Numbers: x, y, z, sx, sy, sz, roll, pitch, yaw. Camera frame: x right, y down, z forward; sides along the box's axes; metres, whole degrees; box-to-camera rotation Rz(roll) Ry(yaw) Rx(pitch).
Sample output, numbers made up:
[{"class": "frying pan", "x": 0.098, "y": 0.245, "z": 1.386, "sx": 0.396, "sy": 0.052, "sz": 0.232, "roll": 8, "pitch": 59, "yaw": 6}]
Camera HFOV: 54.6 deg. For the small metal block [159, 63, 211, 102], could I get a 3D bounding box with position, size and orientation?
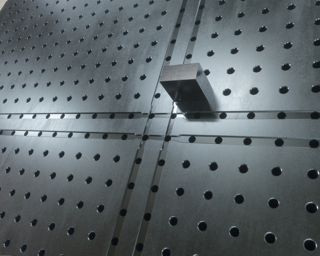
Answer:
[{"class": "small metal block", "x": 0.034, "y": -0.059, "z": 0.411, "sx": 0.050, "sy": 0.050, "sz": 0.025, "roll": 1, "pitch": 62, "yaw": 28}]
